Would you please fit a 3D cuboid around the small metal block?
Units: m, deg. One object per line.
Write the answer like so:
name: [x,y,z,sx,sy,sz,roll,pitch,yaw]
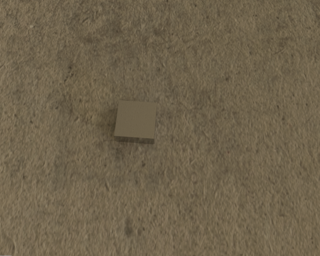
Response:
small metal block: [-0.031,-0.007,0.411,0.050,0.025,0.050,4,70,1]
